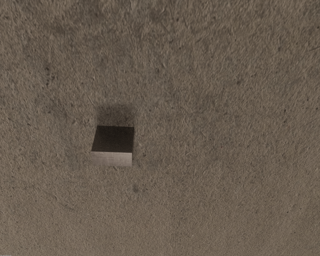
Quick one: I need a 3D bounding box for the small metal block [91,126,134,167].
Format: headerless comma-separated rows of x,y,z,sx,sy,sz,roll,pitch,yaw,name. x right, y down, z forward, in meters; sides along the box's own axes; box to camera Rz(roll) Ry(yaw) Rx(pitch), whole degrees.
-0.061,0.023,0.410,0.050,0.050,0.025,2,130,-3,small metal block
